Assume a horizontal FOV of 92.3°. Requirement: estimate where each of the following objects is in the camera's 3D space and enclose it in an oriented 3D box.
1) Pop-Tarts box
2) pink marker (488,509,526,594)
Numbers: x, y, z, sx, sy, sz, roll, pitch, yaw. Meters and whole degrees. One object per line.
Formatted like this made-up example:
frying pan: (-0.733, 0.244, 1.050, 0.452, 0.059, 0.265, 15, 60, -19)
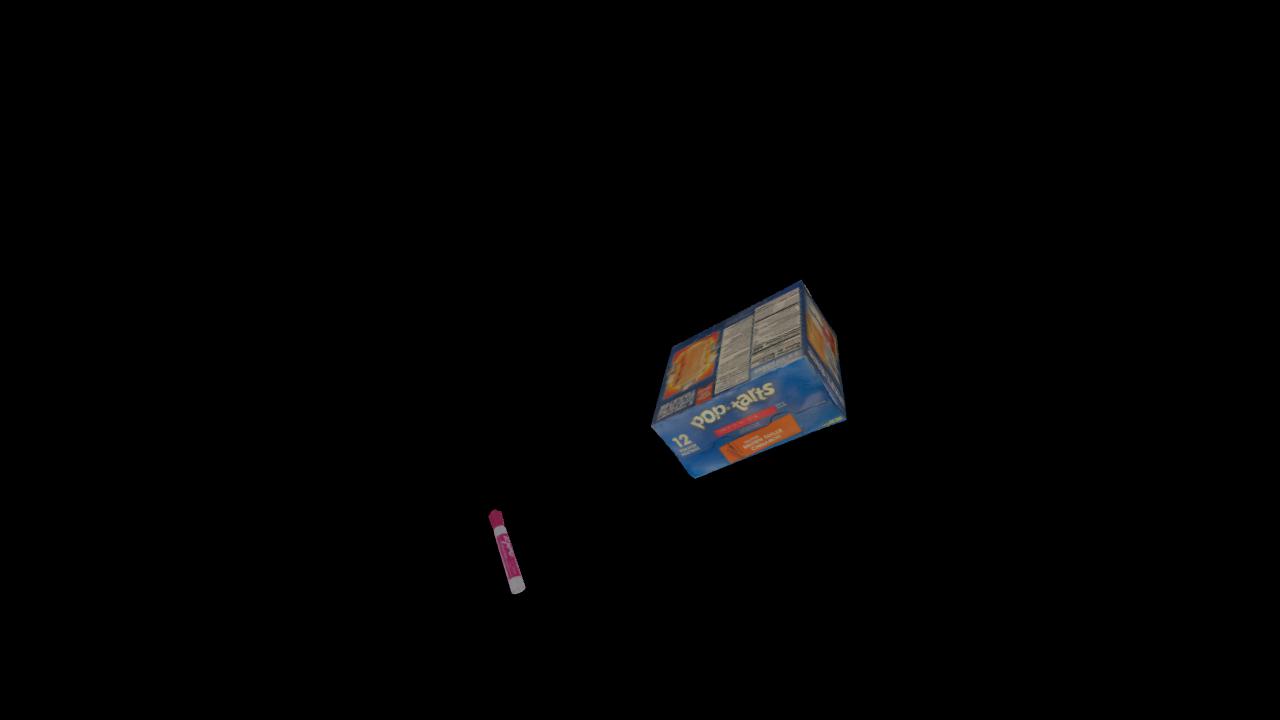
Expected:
Pop-Tarts box: (0.109, 0.020, 0.619, 0.167, 0.083, 0.141, -29, 24, 28)
pink marker: (-0.179, 0.252, 0.818, 0.020, 0.020, 0.121, 0, 43, -34)
